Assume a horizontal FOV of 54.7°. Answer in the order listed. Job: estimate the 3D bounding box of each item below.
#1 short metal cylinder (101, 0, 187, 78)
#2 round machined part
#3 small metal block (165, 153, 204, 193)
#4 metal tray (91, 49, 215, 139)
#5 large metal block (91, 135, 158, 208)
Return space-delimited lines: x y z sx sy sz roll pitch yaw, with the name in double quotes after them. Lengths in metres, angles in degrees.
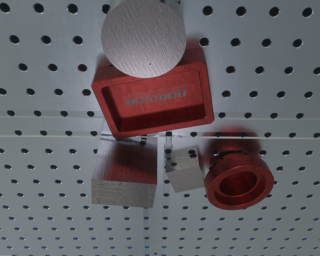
-0.015 -0.098 0.312 0.081 0.050 0.079 0 130 0 "short metal cylinder"
0.114 0.075 0.461 0.099 0.042 0.097 -4 129 -5 "round machined part"
0.040 0.069 0.471 0.050 0.025 0.050 -14 129 11 "small metal block"
-0.005 -0.038 0.375 0.131 0.030 0.090 -10 130 8 "metal tray"
-0.047 0.059 0.425 0.081 0.080 0.050 6 130 -5 "large metal block"
